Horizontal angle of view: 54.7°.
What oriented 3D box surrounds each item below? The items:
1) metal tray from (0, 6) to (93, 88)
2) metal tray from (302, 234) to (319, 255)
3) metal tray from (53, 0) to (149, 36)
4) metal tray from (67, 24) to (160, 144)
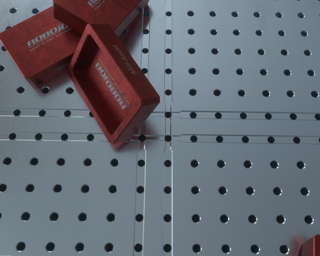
[{"bbox_3d":[-0.153,-0.129,0.454,0.131,0.030,0.090,-34,74,-12],"label":"metal tray"},{"bbox_3d":[0.221,0.181,0.330,0.131,0.030,0.090,19,50,6],"label":"metal tray"},{"bbox_3d":[-0.080,-0.186,0.453,0.090,0.030,0.130,31,59,0],"label":"metal tray"},{"bbox_3d":[-0.064,-0.056,0.396,0.030,0.089,0.130,-17,67,-44],"label":"metal tray"}]
